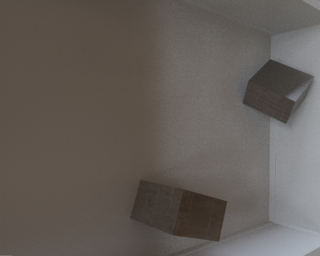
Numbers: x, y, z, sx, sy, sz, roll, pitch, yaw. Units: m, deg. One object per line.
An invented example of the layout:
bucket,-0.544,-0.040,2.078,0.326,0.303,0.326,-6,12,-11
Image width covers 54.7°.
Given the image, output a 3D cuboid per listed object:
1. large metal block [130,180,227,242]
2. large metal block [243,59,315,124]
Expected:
large metal block,0.024,0.103,0.391,0.080,0.080,0.050,23,76,-38
large metal block,0.202,-0.065,0.530,0.080,0.080,0.050,-42,150,-32
